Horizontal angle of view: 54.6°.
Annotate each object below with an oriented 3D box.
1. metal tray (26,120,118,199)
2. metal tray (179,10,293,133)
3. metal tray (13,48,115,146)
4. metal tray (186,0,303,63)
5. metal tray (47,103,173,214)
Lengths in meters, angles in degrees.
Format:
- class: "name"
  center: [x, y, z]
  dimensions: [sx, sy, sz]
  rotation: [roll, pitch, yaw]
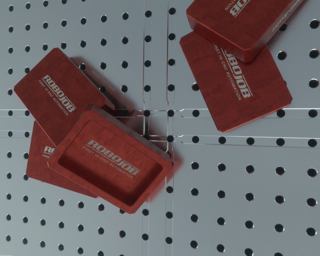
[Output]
- class: "metal tray"
  center: [-0.130, 0.042, 0.457]
  dimensions: [0.130, 0.030, 0.090]
  rotation: [12, 94, 19]
- class: "metal tray"
  center: [0.090, -0.069, 0.378]
  dimensions: [0.090, 0.030, 0.130]
  rotation: [-25, 82, 18]
- class: "metal tray"
  center: [-0.137, -0.042, 0.438]
  dimensions: [0.090, 0.030, 0.130]
  rotation: [-44, 67, 0]
- class: "metal tray"
  center: [0.105, -0.150, 0.352]
  dimensions: [0.090, 0.030, 0.130]
  rotation: [40, 88, 21]
- class: "metal tray"
  center: [-0.061, 0.041, 0.395]
  dimensions: [0.130, 0.030, 0.090]
  rotation: [35, 101, -17]
